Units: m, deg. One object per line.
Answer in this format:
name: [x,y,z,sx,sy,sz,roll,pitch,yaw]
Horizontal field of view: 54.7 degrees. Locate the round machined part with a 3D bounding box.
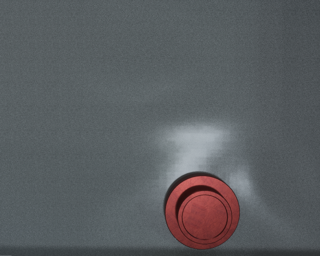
round machined part: [0.055,0.111,0.404,0.099,0.042,0.097,0,90,-1]
